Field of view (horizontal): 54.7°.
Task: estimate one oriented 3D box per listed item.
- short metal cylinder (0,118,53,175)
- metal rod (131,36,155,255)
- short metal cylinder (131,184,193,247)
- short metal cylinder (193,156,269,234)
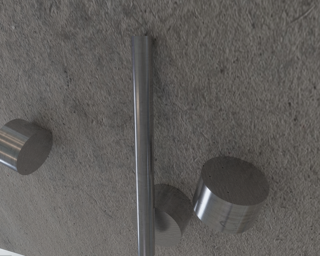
[{"bbox_3d":[-0.224,0.031,0.508,0.050,0.080,0.079,24,127,14],"label":"short metal cylinder"},{"bbox_3d":[-0.020,0.037,0.398,0.025,0.025,0.298,8,109,24],"label":"metal rod"},{"bbox_3d":[0.004,0.132,0.470,0.080,0.050,0.079,13,124,21],"label":"short metal cylinder"},{"bbox_3d":[0.084,0.079,0.376,0.080,0.080,0.050,21,126,15],"label":"short metal cylinder"}]
